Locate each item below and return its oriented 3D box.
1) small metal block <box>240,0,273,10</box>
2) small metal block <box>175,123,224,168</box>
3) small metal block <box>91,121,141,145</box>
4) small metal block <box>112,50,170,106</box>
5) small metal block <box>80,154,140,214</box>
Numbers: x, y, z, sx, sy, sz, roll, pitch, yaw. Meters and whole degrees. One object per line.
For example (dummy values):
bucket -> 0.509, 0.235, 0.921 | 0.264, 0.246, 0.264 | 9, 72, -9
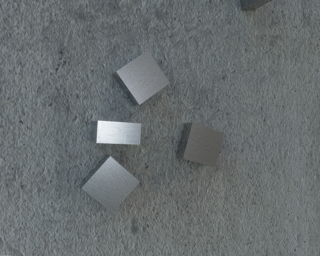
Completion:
small metal block -> 0.139, -0.204, 0.447 | 0.025, 0.050, 0.050 | -10, 94, -20
small metal block -> 0.055, 0.023, 0.429 | 0.050, 0.025, 0.050 | 17, 84, -19
small metal block -> -0.055, 0.005, 0.375 | 0.050, 0.050, 0.025 | 4, 89, -20
small metal block -> -0.025, -0.064, 0.400 | 0.050, 0.025, 0.050 | -38, 102, -16
small metal block -> -0.063, 0.069, 0.386 | 0.050, 0.025, 0.050 | 44, 76, -15
